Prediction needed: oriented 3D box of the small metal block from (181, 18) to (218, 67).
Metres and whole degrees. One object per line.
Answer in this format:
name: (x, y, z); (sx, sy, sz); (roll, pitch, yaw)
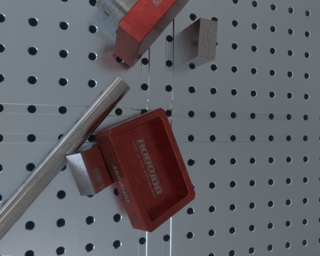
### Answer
small metal block: (0.053, -0.114, 0.418); (0.025, 0.050, 0.050); (5, 88, -20)

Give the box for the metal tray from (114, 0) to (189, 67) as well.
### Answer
metal tray: (-0.001, -0.142, 0.373); (0.030, 0.090, 0.130); (39, 76, -5)

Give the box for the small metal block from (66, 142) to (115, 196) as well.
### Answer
small metal block: (-0.077, 0.047, 0.371); (0.050, 0.025, 0.050); (-27, 101, -54)

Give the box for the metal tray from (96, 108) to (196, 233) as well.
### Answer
metal tray: (-0.013, 0.050, 0.388); (0.091, 0.030, 0.129); (-27, 100, -39)

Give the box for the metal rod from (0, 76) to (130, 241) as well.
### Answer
metal rod: (-0.139, 0.057, 0.361); (0.025, 0.025, 0.300); (42, 77, -15)

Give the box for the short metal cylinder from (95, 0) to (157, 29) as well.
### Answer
short metal cylinder: (-0.031, -0.159, 0.371); (0.050, 0.080, 0.080); (41, 77, -16)
